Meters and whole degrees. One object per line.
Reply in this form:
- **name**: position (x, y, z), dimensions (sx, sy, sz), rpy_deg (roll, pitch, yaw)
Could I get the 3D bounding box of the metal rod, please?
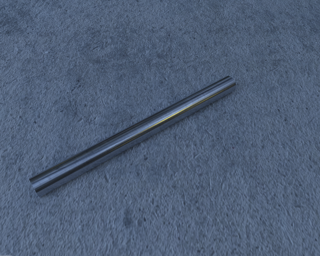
- **metal rod**: position (-0.018, 0.001, 0.405), dimensions (0.302, 0.025, 0.025), rpy_deg (-29, 56, -22)
